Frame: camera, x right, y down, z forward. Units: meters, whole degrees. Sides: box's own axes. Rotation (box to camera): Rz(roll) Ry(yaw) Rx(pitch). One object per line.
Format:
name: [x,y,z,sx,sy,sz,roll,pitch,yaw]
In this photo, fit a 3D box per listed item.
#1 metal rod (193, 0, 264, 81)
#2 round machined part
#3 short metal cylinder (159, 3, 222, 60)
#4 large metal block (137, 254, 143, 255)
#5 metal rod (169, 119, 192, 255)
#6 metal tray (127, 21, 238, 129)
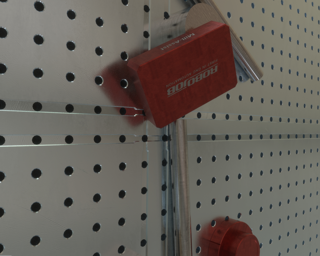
metal rod: [0.080,-0.178,0.478,0.300,0.025,0.025,42,65,-32]
round machined part: [0.127,0.204,0.508,0.099,0.042,0.097,0,90,-40]
short metal cylinder: [0.046,-0.127,0.434,0.081,0.050,0.079,0,90,-40]
large metal block: [-0.028,0.217,0.372,0.081,0.050,0.080,-30,109,-36]
metal rod: [0.031,0.137,0.438,0.025,0.025,0.298,-5,93,-40]
metal tray: [0.034,-0.068,0.393,0.131,0.030,0.090,-29,126,-15]
